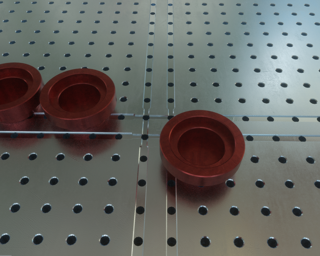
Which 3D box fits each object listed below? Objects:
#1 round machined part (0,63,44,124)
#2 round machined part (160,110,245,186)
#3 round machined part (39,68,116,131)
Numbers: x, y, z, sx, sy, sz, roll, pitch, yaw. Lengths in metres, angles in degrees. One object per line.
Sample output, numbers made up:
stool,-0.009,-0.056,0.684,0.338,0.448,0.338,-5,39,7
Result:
round machined part,-0.210,-0.044,0.433,0.099,0.042,0.098,0,50,0
round machined part,0.049,0.028,0.374,0.099,0.042,0.098,0,50,0
round machined part,-0.109,-0.034,0.425,0.099,0.042,0.098,0,50,0
